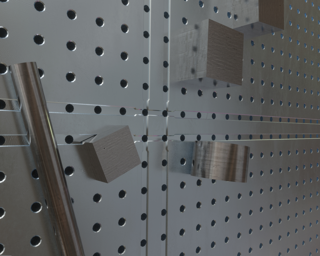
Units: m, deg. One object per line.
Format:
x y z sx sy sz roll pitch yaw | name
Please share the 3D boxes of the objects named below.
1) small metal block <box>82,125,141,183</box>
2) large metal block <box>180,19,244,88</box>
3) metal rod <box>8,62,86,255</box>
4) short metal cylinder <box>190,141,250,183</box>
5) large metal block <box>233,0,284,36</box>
-0.056 0.029 0.364 0.050 0.025 0.050 -29 108 -37 | small metal block
0.078 -0.106 0.461 0.081 0.050 0.080 4 87 -40 | large metal block
-0.104 0.083 0.323 0.025 0.025 0.298 -19 102 -39 | metal rod
0.087 0.048 0.449 0.081 0.080 0.050 12 83 -40 | short metal cylinder
0.172 -0.212 0.540 0.081 0.050 0.079 -2 92 -40 | large metal block
